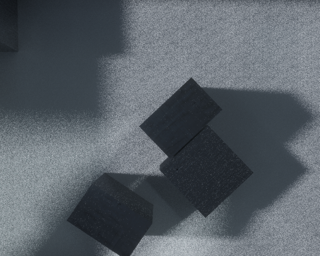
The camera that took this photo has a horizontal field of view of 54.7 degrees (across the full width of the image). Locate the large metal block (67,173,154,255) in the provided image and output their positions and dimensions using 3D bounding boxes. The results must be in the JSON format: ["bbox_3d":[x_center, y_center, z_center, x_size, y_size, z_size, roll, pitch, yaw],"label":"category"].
[{"bbox_3d":[-0.056,0.104,0.383,0.080,0.080,0.050,34,90,-1],"label":"large metal block"}]

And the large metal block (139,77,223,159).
[{"bbox_3d":[0.023,-0.011,0.384,0.080,0.080,0.050,-43,91,0],"label":"large metal block"}]

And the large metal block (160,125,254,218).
[{"bbox_3d":[0.057,0.053,0.400,0.080,0.050,0.080,-43,91,0],"label":"large metal block"}]

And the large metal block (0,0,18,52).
[{"bbox_3d":[-0.218,-0.143,0.381,0.050,0.080,0.079,-1,90,0],"label":"large metal block"}]
